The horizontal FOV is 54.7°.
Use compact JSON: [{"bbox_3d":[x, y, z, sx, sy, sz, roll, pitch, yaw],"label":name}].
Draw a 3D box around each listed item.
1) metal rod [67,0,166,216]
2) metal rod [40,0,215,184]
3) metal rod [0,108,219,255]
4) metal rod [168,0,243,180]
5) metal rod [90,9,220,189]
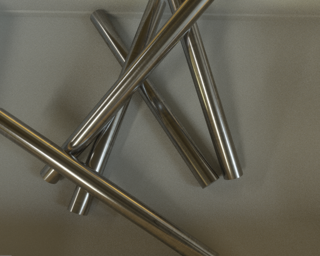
[{"bbox_3d":[-0.051,-0.037,0.402,0.025,0.025,0.299,18,78,6],"label":"metal rod"},{"bbox_3d":[-0.040,-0.048,0.363,0.025,0.025,0.299,45,100,14],"label":"metal rod"},{"bbox_3d":[-0.064,0.071,0.355,0.301,0.025,0.025,34,73,0],"label":"metal rod"},{"bbox_3d":[0.046,-0.080,0.376,0.025,0.025,0.298,-19,96,-7],"label":"metal rod"},{"bbox_3d":[-0.016,-0.051,0.427,0.025,0.025,0.299,-30,73,-11],"label":"metal rod"}]
